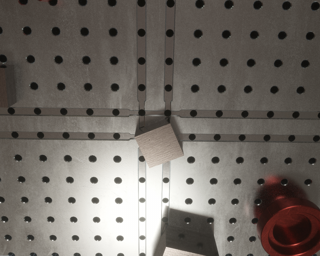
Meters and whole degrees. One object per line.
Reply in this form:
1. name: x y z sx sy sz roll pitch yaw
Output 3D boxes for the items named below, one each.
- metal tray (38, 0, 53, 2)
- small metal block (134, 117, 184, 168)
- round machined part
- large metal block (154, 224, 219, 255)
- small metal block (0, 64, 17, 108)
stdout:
1. metal tray: -0.174 -0.203 0.333 0.131 0.030 0.089 18 109 -7
2. small metal block: -0.001 0.020 0.421 0.050 0.025 0.050 -21 109 7
3. round machined part: 0.193 0.145 0.461 0.099 0.042 0.097 0 110 -1
4. large metal block: 0.036 0.205 0.476 0.081 0.050 0.079 15 109 -6
5. small metal block: -0.214 -0.055 0.390 0.050 0.025 0.050 4 110 -2
